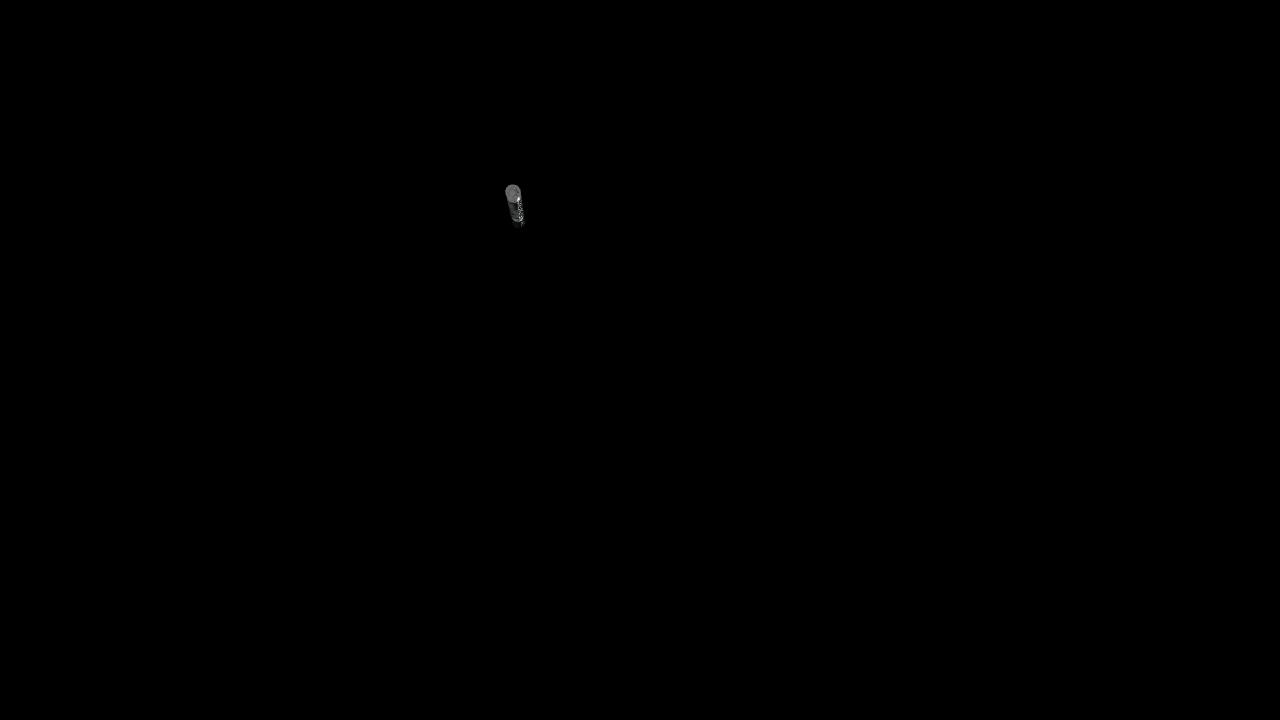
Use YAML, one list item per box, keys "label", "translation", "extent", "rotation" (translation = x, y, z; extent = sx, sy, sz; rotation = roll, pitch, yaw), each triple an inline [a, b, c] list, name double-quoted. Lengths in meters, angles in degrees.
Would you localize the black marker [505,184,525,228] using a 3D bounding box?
- label: "black marker"
  translation: [-0.164, -0.200, 0.813]
  extent: [0.020, 0.020, 0.121]
  rotation: [0, -6, -8]
